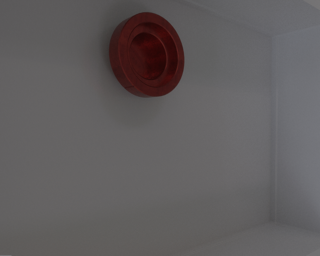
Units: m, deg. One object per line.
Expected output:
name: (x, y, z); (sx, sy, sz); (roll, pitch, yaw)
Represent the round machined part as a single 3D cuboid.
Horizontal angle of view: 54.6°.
round machined part: (-0.020, -0.085, 0.378); (0.099, 0.042, 0.097); (0, 90, -40)
